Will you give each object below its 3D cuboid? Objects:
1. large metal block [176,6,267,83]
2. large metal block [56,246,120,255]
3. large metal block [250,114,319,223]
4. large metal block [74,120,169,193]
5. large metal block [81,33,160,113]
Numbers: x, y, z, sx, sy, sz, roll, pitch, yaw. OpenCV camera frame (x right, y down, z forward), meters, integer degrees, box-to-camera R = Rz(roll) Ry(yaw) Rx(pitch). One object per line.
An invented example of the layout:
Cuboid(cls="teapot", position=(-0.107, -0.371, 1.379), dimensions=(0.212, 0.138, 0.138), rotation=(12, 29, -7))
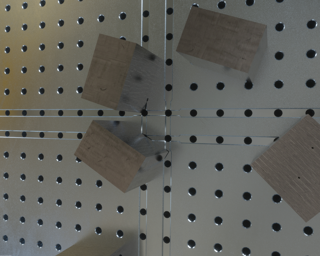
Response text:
Cuboid(cls="large metal block", position=(0.075, -0.092, 0.357), dimensions=(0.080, 0.080, 0.050), rotation=(22, 97, 18))
Cuboid(cls="large metal block", position=(-0.107, 0.201, 0.420), dimensions=(0.080, 0.080, 0.050), rotation=(-5, 88, 19))
Cuboid(cls="large metal block", position=(0.160, 0.042, 0.343), dimensions=(0.080, 0.050, 0.080), rotation=(-46, 76, 14))
Cuboid(cls="large metal block", position=(-0.047, 0.032, 0.399), dimensions=(0.080, 0.080, 0.050), rotation=(34, 101, 16))
Cuboid(cls="large metal block", position=(-0.047, -0.066, 0.399), dimensions=(0.050, 0.080, 0.080), rotation=(20, 97, 18))
